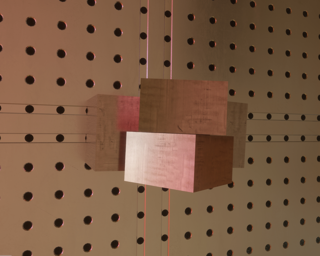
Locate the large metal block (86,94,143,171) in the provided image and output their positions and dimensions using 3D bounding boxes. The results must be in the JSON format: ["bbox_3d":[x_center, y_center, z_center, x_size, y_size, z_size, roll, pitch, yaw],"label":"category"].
[{"bbox_3d":[-0.056,0.005,0.364,0.050,0.080,0.079,2,90,-20],"label":"large metal block"}]

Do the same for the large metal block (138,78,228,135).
[{"bbox_3d":[0.023,-0.019,0.325,0.080,0.080,0.050,2,89,2],"label":"large metal block"}]

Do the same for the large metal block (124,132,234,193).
[{"bbox_3d":[0.021,0.031,0.321,0.080,0.080,0.050,4,88,-53],"label":"large metal block"}]

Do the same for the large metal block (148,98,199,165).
[{"bbox_3d":[0.003,0.005,0.399,0.081,0.050,0.079,3,89,-20],"label":"large metal block"}]

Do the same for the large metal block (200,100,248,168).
[{"bbox_3d":[0.069,0.008,0.410,0.050,0.080,0.080,4,89,-20],"label":"large metal block"}]
